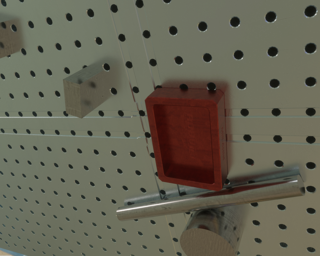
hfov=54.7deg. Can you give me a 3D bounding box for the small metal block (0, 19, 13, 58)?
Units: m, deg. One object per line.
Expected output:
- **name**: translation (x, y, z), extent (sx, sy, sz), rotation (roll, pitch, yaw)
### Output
- **small metal block**: translation (-0.250, -0.135, 0.456), extent (0.050, 0.025, 0.050), rotation (19, 126, 17)

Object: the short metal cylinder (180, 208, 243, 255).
- **short metal cylinder**: translation (0.076, 0.158, 0.452), extent (0.080, 0.050, 0.079), rotation (13, 124, 20)

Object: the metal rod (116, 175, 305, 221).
- **metal rod**: translation (0.050, 0.108, 0.450), extent (0.300, 0.025, 0.025), rotation (-19, 108, 35)

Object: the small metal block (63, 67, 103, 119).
- **small metal block**: translation (-0.102, -0.048, 0.417), extent (0.025, 0.050, 0.050), rotation (18, 126, 17)

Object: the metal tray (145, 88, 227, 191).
- **metal tray**: translation (0.036, 0.015, 0.397), extent (0.090, 0.030, 0.129), rotation (5, 121, 25)
